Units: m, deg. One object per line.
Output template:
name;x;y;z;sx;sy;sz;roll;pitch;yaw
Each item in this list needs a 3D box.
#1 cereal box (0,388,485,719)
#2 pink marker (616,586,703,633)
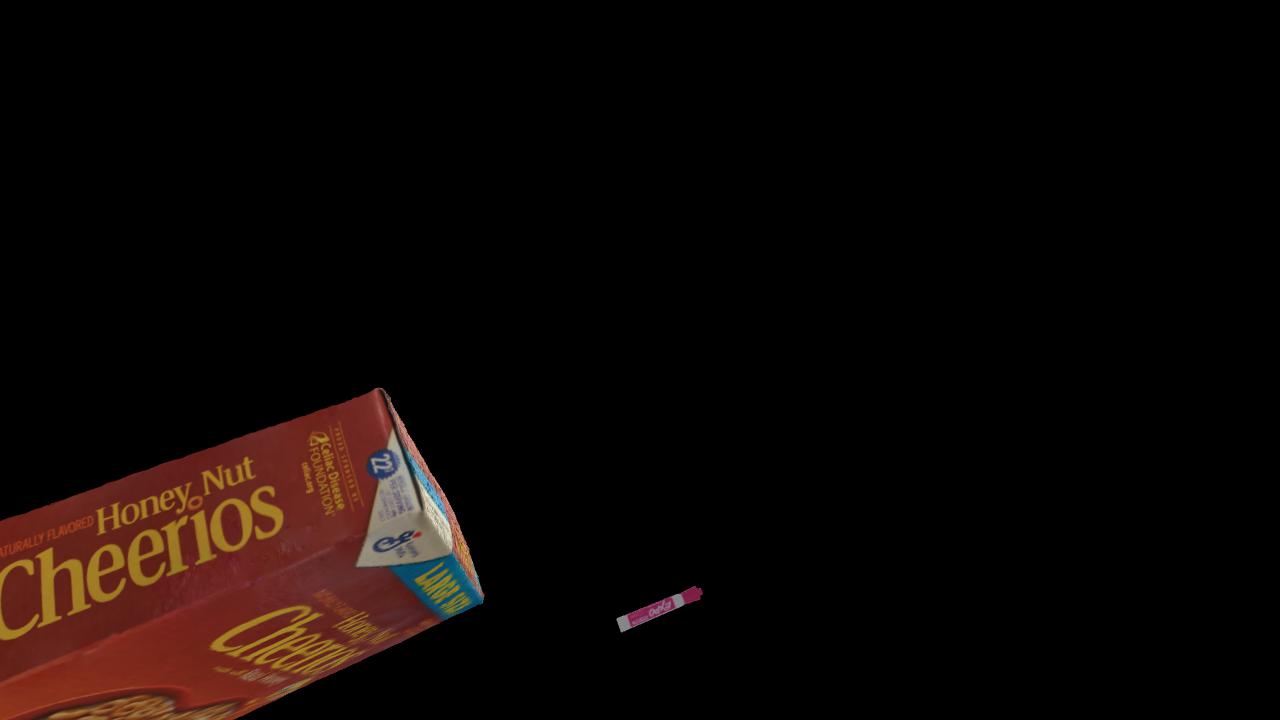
cereal box;-0.245;0.140;0.311;0.306;0.081;0.203;-20;-27;-18
pink marker;0.028;0.334;0.828;0.121;0.020;0.020;-19;3;-10
